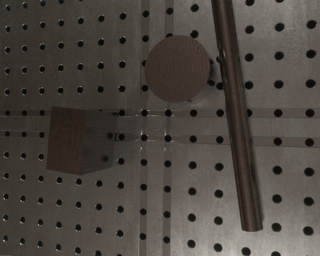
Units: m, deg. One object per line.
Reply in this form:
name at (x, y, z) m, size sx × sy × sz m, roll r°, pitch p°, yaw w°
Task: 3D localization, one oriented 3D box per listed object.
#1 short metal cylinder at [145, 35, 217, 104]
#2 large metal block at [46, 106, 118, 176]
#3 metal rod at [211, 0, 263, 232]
short metal cylinder at (0.028, -0.070, 0.389) m, size 0.080 × 0.050 × 0.079 m, roll 0°, pitch 90°, yaw 19°
large metal block at (-0.103, 0.015, 0.418) m, size 0.050 × 0.080 × 0.079 m, roll 7°, pitch 92°, yaw 19°
metal rod at (0.093, -0.027, 0.379) m, size 0.025 × 0.025 × 0.298 m, roll -8°, pitch 87°, yaw 19°
